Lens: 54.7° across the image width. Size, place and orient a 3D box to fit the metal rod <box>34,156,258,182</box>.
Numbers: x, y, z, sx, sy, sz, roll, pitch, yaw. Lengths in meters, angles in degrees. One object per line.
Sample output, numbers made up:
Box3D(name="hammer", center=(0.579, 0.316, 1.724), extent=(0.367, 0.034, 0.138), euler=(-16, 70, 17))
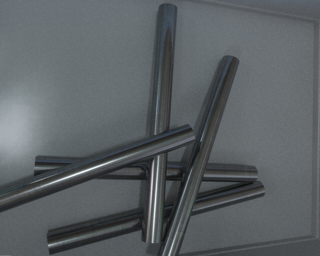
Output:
Box3D(name="metal rod", center=(-0.003, 0.057, 0.409), extent=(0.302, 0.025, 0.025), euler=(5, 89, -20))

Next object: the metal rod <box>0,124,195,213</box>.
Box3D(name="metal rod", center=(-0.101, 0.054, 0.345), extent=(0.302, 0.025, 0.025), euler=(-19, 97, -14))

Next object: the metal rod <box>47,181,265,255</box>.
Box3D(name="metal rod", center=(0.010, 0.114, 0.414), extent=(0.303, 0.025, 0.025), euler=(-9, 93, -20))

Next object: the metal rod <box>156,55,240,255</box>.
Box3D(name="metal rod", center=(0.053, 0.037, 0.409), extent=(0.025, 0.025, 0.299), euler=(26, 73, -19))

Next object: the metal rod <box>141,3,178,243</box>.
Box3D(name="metal rod", center=(0.000, -0.012, 0.392), extent=(0.025, 0.025, 0.298), euler=(7, 81, -20))
